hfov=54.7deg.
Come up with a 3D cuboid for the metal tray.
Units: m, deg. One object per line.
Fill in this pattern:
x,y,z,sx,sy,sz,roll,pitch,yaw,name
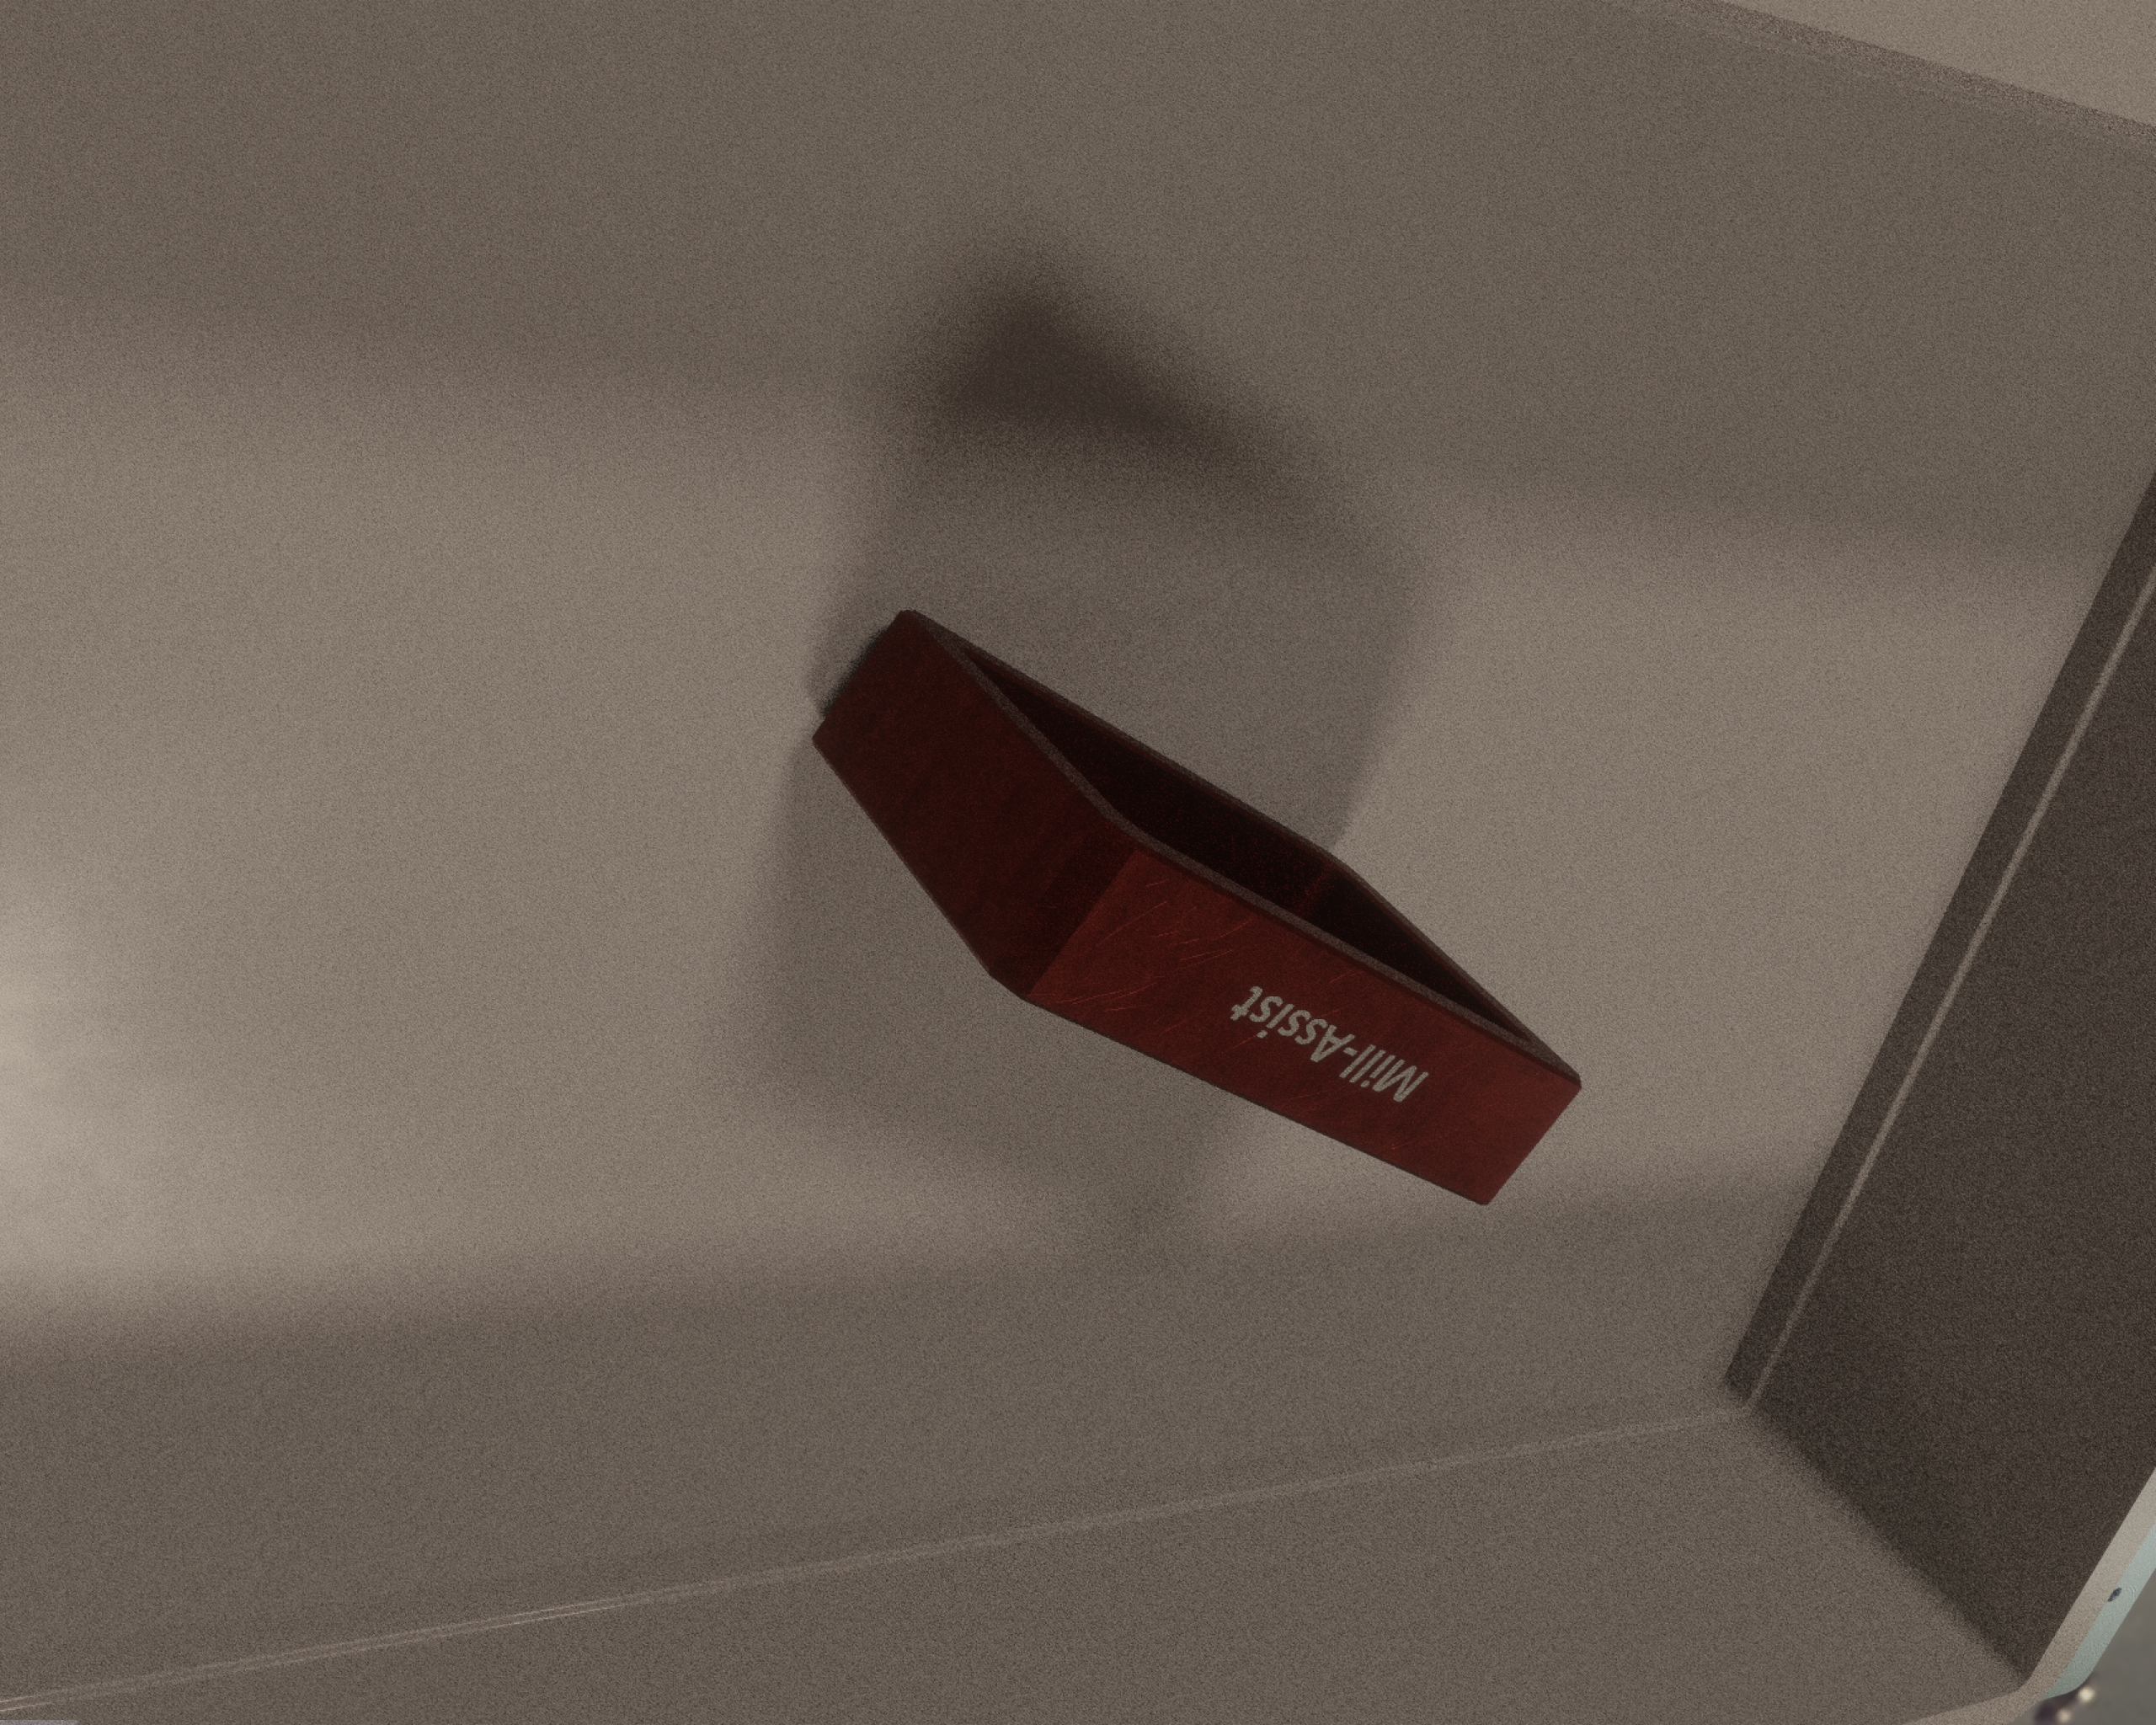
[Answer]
0.023,0.009,0.382,0.131,0.090,0.030,27,103,-38,metal tray
